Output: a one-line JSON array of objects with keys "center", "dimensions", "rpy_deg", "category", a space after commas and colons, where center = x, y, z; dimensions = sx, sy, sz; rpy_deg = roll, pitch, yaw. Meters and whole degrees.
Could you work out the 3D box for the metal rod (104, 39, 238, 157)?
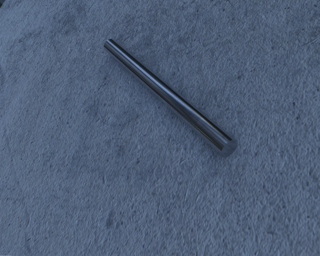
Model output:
[{"center": [-0.004, -0.060, 0.443], "dimensions": [0.025, 0.025, 0.300], "rpy_deg": [-43, 51, -2], "category": "metal rod"}]
